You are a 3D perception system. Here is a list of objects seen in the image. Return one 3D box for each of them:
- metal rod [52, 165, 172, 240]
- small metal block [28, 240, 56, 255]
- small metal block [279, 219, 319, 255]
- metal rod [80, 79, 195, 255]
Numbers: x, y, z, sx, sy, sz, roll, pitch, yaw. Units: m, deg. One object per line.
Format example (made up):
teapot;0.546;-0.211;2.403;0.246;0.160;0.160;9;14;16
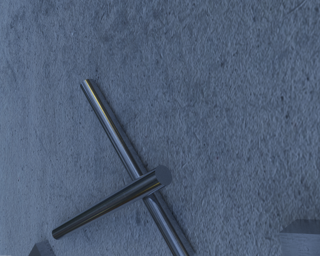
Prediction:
metal rod;-0.088;0.120;0.453;0.299;0.025;0.025;-36;68;41
small metal block;-0.222;0.250;0.585;0.050;0.025;0.050;48;118;29
small metal block;0.141;0.099;0.272;0.050;0.050;0.025;-12;82;39
metal rod;-0.042;0.045;0.437;0.025;0.025;0.299;-47;62;29
